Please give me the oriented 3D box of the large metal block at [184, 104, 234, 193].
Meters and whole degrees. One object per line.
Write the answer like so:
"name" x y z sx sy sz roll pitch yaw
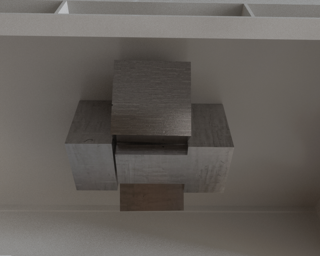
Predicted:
"large metal block" 0.055 0.025 0.393 0.050 0.080 0.079 1 130 -1

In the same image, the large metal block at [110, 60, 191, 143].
"large metal block" -0.009 -0.026 0.341 0.081 0.080 0.050 1 168 -1

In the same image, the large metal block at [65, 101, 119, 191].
"large metal block" -0.078 0.021 0.389 0.050 0.080 0.079 0 130 -1

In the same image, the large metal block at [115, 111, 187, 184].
"large metal block" -0.010 0.023 0.391 0.081 0.080 0.050 1 130 -1

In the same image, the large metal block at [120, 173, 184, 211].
"large metal block" -0.011 0.081 0.431 0.081 0.080 0.050 0 88 -2
